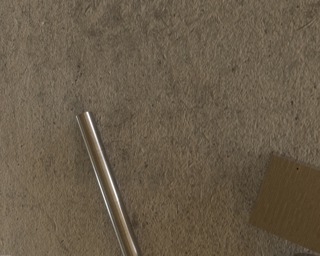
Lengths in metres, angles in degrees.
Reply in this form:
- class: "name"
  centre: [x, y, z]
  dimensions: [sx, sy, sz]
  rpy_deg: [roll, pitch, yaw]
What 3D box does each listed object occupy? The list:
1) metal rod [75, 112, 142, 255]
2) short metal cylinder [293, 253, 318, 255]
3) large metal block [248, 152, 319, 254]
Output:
- class: "metal rod"
  centre: [-0.058, 0.120, 0.429]
  dimensions: [0.025, 0.025, 0.299]
  rpy_deg: [-23, 83, 18]
- class: "short metal cylinder"
  centre: [0.171, 0.174, 0.319]
  dimensions: [0.080, 0.080, 0.050]
  rpy_deg: [17, 96, 19]
- class: "large metal block"
  centre: [0.152, 0.079, 0.342]
  dimensions: [0.080, 0.050, 0.080]
  rpy_deg: [20, 97, 18]
